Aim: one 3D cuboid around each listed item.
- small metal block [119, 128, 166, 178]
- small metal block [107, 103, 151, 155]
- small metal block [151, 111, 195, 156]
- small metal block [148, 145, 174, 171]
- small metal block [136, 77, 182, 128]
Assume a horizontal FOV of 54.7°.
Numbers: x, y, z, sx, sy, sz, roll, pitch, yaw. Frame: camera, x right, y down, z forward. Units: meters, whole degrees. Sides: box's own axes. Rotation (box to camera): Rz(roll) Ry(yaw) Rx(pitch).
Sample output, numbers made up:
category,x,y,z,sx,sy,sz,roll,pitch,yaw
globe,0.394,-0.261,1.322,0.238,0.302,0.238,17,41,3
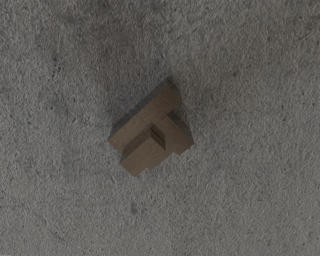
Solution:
category,x,y,z,sx,sy,sz,roll,pitch,yaw
small metal block,-0.020,0.025,0.380,0.050,0.050,0.025,-42,105,13
small metal block,-0.038,0.000,0.397,0.050,0.050,0.025,-42,105,13
small metal block,0.016,0.001,0.398,0.025,0.050,0.050,-41,105,13
small metal block,-0.011,0.021,0.419,0.050,0.025,0.050,-41,106,13
small metal block,-0.001,-0.033,0.385,0.050,0.050,0.025,-42,105,13
